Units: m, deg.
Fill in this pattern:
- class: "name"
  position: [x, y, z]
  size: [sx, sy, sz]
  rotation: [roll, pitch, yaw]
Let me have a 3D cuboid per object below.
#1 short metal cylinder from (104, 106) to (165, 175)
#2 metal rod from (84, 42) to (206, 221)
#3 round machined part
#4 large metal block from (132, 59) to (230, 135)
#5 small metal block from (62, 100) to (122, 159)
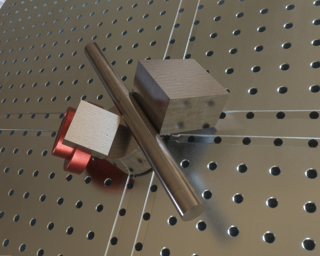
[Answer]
- class: "short metal cylinder"
  position: [-0.040, 0.014, 0.399]
  size: [0.080, 0.050, 0.080]
  rotation: [-13, 56, 21]
- class: "metal rod"
  position: [-0.035, -0.021, 0.370]
  size: [0.025, 0.025, 0.300]
  rotation: [-37, 51, 3]
- class: "round machined part"
  position: [-0.113, 0.010, 0.413]
  size: [0.097, 0.042, 0.098]
  rotation: [-52, 27, 40]
- class: "large metal block"
  position: [0.021, -0.041, 0.373]
  size: [0.081, 0.050, 0.080]
  rotation: [-8, 44, -30]
- class: "small metal block"
  position: [-0.079, 0.003, 0.360]
  size: [0.025, 0.050, 0.050]
  rotation: [-34, 35, 61]
